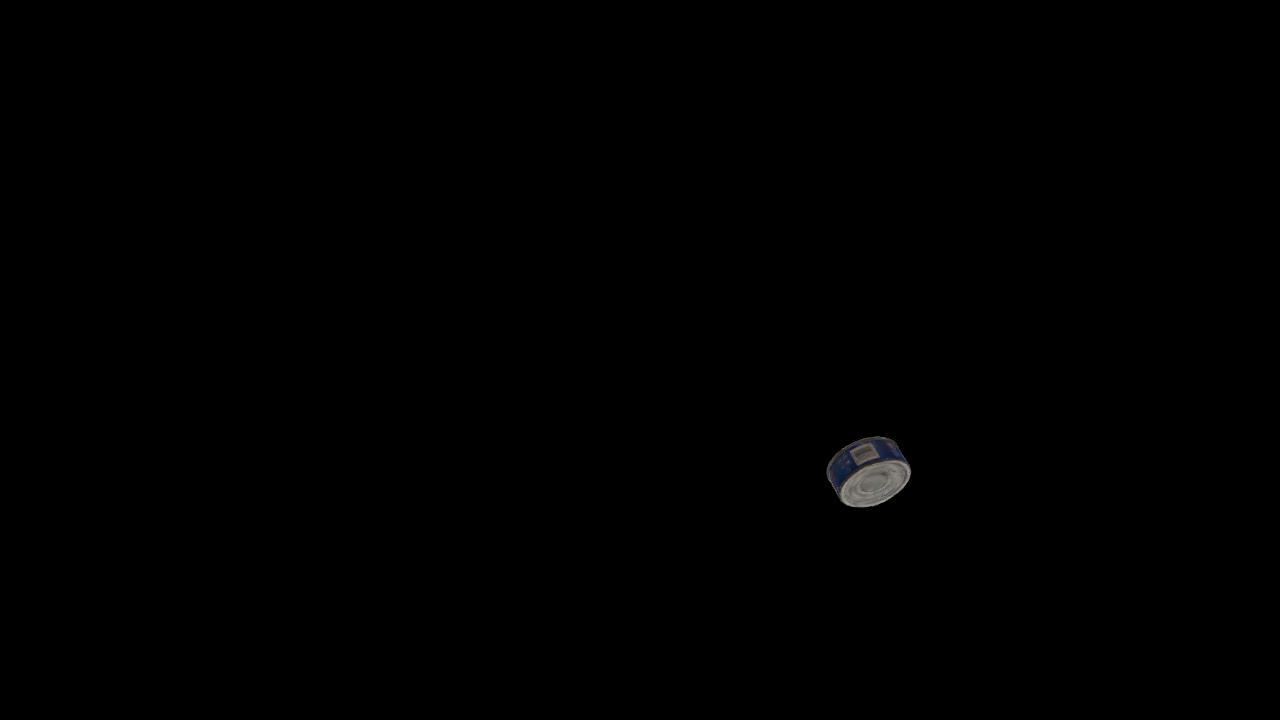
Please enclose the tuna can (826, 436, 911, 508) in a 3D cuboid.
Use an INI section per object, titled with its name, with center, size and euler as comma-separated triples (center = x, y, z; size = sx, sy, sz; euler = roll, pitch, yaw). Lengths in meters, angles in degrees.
[tuna can]
center = 0.251, 0.124, 0.674
size = 0.084, 0.084, 0.034
euler = 0, 39, -14
